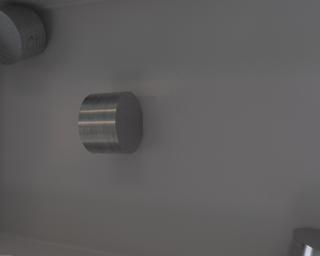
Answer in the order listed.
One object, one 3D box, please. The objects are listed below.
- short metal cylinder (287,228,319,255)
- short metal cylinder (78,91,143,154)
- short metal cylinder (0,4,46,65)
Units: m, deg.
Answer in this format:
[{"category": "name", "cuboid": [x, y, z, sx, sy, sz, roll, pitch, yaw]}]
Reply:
[{"category": "short metal cylinder", "cuboid": [0.175, 0.144, 0.319, 0.080, 0.080, 0.050, 12, 94, 19]}, {"category": "short metal cylinder", "cuboid": [-0.061, -0.006, 0.403, 0.050, 0.080, 0.080, -1, 90, 20]}, {"category": "short metal cylinder", "cuboid": [-0.219, -0.139, 0.459, 0.080, 0.050, 0.079, 10, 120, 19]}]
